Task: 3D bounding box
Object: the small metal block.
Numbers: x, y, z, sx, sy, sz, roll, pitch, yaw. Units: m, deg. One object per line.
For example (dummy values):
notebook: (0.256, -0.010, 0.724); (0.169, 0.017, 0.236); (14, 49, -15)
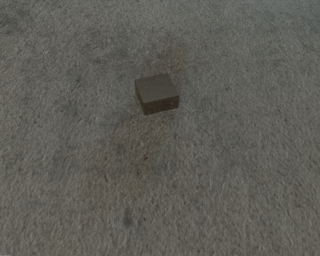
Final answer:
small metal block: (-0.005, -0.049, 0.445); (0.050, 0.025, 0.050); (-14, 51, -11)
